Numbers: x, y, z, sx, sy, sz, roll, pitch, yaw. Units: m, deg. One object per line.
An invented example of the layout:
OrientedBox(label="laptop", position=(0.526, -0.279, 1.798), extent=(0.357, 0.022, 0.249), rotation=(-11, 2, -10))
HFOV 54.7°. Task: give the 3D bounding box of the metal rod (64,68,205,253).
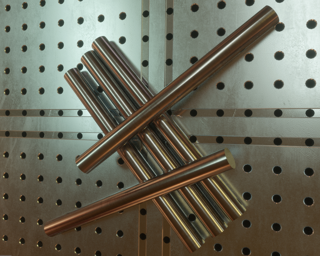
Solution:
OrientedBox(label="metal rod", position=(-0.041, 0.036, 0.426), extent=(0.025, 0.025, 0.299), rotation=(-41, 78, 15))

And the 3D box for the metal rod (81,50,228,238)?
OrientedBox(label="metal rod", position=(-0.014, 0.013, 0.417), extent=(0.025, 0.025, 0.299), rotation=(-41, 78, 15))

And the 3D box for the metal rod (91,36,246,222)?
OrientedBox(label="metal rod", position=(0.004, -0.007, 0.410), extent=(0.025, 0.025, 0.300), rotation=(-42, 77, 15))

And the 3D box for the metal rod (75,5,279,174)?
OrientedBox(label="metal rod", position=(0.016, -0.042, 0.385), extent=(0.300, 0.025, 0.025), rotation=(-38, 78, 7))

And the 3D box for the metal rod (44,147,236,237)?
OrientedBox(label="metal rod", position=(-0.044, 0.093, 0.405), extent=(0.300, 0.025, 0.025), rotation=(-26, 82, 26))
